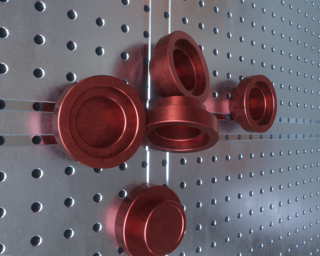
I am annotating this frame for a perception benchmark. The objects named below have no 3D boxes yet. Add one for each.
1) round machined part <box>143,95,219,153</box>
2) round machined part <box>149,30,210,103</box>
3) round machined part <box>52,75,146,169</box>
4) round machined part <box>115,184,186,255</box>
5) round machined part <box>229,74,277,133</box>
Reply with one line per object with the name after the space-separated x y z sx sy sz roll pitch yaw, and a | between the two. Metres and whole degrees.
0.023 -0.005 0.386 0.098 0.098 0.042 25 57 -38 | round machined part
0.023 -0.074 0.407 0.098 0.042 0.098 22 61 -48 | round machined part
-0.068 -0.007 0.339 0.099 0.042 0.097 -1 91 -34 | round machined part
-0.005 0.123 0.396 0.099 0.042 0.097 0 90 -40 | round machined part
0.156 -0.041 0.532 0.099 0.042 0.097 0 90 -40 | round machined part
